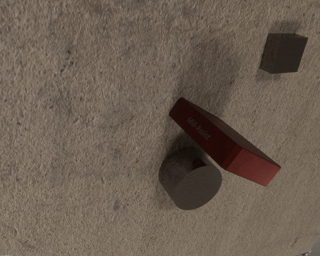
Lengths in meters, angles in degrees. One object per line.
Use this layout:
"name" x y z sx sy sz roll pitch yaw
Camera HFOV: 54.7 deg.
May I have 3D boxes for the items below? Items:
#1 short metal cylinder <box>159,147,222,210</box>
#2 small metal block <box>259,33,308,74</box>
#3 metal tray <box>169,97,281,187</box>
"short metal cylinder" 0.045 0.075 0.464 0.081 0.050 0.079 -14 125 -21
"small metal block" 0.175 -0.106 0.439 0.050 0.025 0.050 -8 122 -25
"metal tray" 0.078 0.014 0.392 0.090 0.130 0.030 24 105 -37
